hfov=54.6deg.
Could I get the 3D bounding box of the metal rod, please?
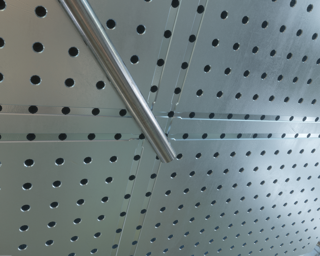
[{"bbox_3d":[-0.048,-0.061,0.346,0.025,0.025,0.299,-35,129,-5],"label":"metal rod"}]
